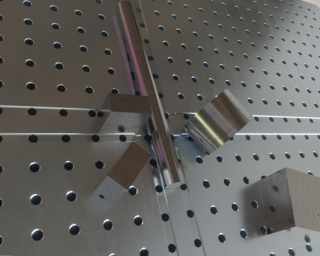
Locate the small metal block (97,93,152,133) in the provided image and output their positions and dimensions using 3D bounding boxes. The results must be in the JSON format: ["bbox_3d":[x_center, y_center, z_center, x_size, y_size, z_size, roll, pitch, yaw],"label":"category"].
[{"bbox_3d":[-0.044,-0.017,0.378,0.050,0.050,0.025,2,61,-27],"label":"small metal block"}]

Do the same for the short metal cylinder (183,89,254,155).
[{"bbox_3d":[0.078,-0.008,0.419,0.050,0.080,0.081,49,51,6],"label":"short metal cylinder"}]

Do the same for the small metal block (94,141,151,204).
[{"bbox_3d":[-0.041,0.050,0.340,0.025,0.050,0.050,37,51,-4],"label":"small metal block"}]

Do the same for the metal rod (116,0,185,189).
[{"bbox_3d":[-0.020,-0.062,0.435,0.025,0.025,0.299,-2,63,-29],"label":"metal rod"}]

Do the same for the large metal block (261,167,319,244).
[{"bbox_3d":[0.193,0.109,0.429,0.081,0.050,0.080,17,55,-18],"label":"large metal block"}]
